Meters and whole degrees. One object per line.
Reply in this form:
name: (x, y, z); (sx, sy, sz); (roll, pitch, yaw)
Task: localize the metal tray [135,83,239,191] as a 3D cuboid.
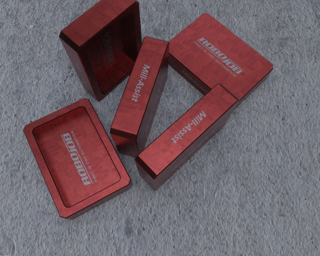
metal tray: (0.031, 0.014, 0.370); (0.130, 0.090, 0.030); (-42, 76, -14)

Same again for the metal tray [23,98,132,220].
metal tray: (-0.103, 0.037, 0.392); (0.090, 0.030, 0.130); (-27, 73, -10)

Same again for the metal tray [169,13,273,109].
metal tray: (0.081, -0.094, 0.442); (0.090, 0.030, 0.130); (-43, 76, -14)

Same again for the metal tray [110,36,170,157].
metal tray: (-0.021, -0.035, 0.387); (0.030, 0.090, 0.130); (16, 71, 5)

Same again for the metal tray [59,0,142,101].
metal tray: (-0.065, -0.097, 0.388); (0.030, 0.130, 0.090); (42, 75, 13)
